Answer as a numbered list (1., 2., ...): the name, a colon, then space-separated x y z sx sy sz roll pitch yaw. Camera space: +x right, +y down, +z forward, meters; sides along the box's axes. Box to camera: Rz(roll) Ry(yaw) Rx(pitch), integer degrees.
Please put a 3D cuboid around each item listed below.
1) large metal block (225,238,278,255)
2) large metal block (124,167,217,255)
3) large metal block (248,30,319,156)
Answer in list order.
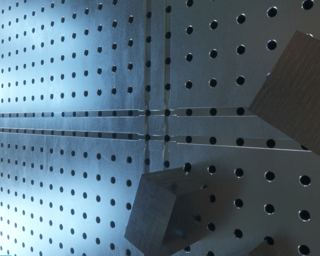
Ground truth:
1. large metal block: 0.090 0.172 0.318 0.080 0.050 0.080 -39 66 32
2. large metal block: 0.013 0.096 0.361 0.050 0.081 0.079 26 106 37
3. large metal block: 0.141 -0.029 0.276 0.080 0.050 0.079 40 114 32
